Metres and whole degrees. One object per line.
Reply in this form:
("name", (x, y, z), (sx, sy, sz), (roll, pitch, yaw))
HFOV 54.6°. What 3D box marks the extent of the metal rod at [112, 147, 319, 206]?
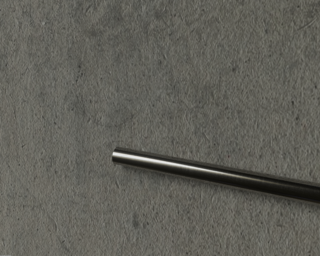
("metal rod", (0.080, 0.059, 0.380), (0.301, 0.025, 0.025), (9, 93, 19))
